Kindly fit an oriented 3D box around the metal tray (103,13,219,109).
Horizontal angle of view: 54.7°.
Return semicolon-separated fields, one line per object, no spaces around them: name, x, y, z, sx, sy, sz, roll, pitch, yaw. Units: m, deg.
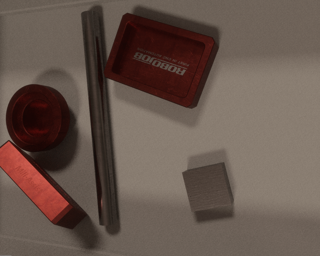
metal tray;-0.001;-0.088;0.407;0.130;0.030;0.089;22;97;18

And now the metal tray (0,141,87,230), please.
metal tray;-0.165;0.081;0.430;0.130;0.090;0.030;40;73;15

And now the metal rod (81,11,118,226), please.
metal rod;-0.086;-0.015;0.439;0.025;0.025;0.298;-6;88;19

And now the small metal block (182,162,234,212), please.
small metal block;0.061;0.074;0.389;0.050;0.025;0.050;-15;85;19

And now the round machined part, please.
round machined part;-0.175;-0.014;0.461;0.098;0.042;0.097;0;90;19
